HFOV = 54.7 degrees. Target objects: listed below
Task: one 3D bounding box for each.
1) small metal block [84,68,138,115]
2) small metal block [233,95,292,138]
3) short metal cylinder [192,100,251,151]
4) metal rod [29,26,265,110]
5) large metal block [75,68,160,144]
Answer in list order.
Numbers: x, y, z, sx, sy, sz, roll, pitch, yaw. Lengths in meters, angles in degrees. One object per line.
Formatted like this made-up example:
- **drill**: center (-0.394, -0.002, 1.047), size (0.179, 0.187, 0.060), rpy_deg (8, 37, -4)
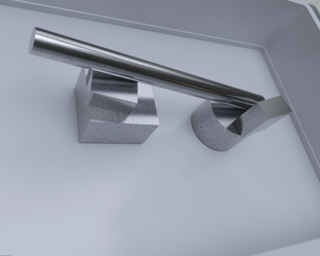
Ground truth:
- **small metal block**: center (-0.052, -0.047, 0.341), size (0.050, 0.025, 0.050), rpy_deg (12, 56, -22)
- **small metal block**: center (0.133, -0.015, 0.405), size (0.050, 0.050, 0.025), rpy_deg (-16, 70, -35)
- **short metal cylinder**: center (0.094, -0.013, 0.448), size (0.081, 0.050, 0.080), rpy_deg (14, 56, -21)
- **metal rod**: center (0.012, -0.056, 0.356), size (0.302, 0.025, 0.025), rpy_deg (10, 57, -32)
- **large metal block**: center (-0.054, -0.028, 0.375), size (0.081, 0.050, 0.080), rpy_deg (3, 61, -27)
